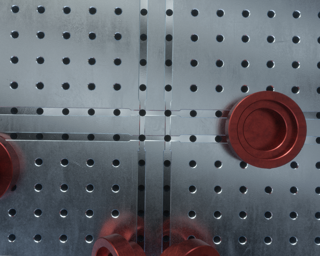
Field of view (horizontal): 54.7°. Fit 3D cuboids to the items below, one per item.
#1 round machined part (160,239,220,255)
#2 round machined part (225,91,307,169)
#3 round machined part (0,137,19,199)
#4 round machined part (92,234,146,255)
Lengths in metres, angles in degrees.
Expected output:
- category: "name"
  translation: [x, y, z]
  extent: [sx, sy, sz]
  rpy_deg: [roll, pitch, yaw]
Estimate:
- category: "round machined part"
  translation: [0.029, 0.186, 0.390]
  extent: [0.099, 0.042, 0.097]
  rpy_deg: [-8, 103, -36]
- category: "round machined part"
  translation: [0.134, 0.002, 0.407]
  extent: [0.099, 0.042, 0.097]
  rpy_deg: [0, 90, -1]
- category: "round machined part"
  translation: [-0.241, 0.055, 0.402]
  extent: [0.099, 0.042, 0.097]
  rpy_deg: [0, 90, -1]
- category: "round machined part"
  translation: [-0.046, 0.181, 0.386]
  extent: [0.042, 0.098, 0.097]
  rpy_deg: [-3, 90, -36]
